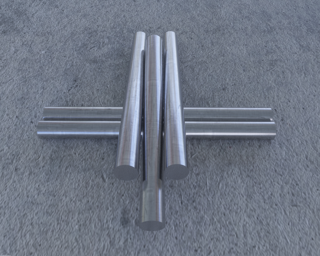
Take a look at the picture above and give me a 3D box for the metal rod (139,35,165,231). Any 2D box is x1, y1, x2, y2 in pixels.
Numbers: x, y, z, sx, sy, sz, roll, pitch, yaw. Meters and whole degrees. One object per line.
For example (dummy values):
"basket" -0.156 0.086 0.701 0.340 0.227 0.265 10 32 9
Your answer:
"metal rod" -0.008 -0.022 0.389 0.025 0.025 0.300 0 50 -1

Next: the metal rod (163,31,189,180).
"metal rod" 0.017 -0.056 0.424 0.025 0.025 0.300 0 42 0

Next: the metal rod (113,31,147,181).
"metal rod" -0.034 -0.055 0.423 0.025 0.025 0.300 0 42 0

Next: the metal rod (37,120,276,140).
"metal rod" -0.004 0.003 0.403 0.302 0.025 0.025 0 50 -1

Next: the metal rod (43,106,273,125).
"metal rod" -0.002 -0.016 0.419 0.302 0.025 0.025 0 50 -1
